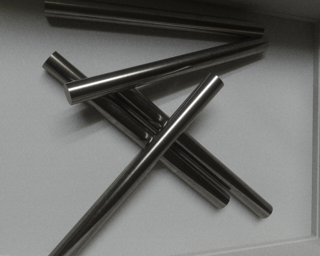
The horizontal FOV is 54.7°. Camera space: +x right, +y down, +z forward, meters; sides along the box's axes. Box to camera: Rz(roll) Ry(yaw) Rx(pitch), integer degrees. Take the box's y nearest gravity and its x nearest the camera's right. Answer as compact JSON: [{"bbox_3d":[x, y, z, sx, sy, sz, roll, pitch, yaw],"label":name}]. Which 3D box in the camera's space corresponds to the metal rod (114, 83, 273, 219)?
[{"bbox_3d":[0.051,0.034,0.430,0.300,0.025,0.025,40,77,-16],"label":"metal rod"}]

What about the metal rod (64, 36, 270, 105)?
[{"bbox_3d":[0.027,-0.082,0.404,0.302,0.025,0.025,-19,97,-25],"label":"metal rod"}]

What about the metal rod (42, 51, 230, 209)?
[{"bbox_3d":[-0.019,0.012,0.404,0.300,0.025,0.025,40,77,-16],"label":"metal rod"}]

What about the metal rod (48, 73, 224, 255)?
[{"bbox_3d":[-0.027,0.050,0.379,0.025,0.025,0.300,43,84,-16],"label":"metal rod"}]

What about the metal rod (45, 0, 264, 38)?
[{"bbox_3d":[0.007,-0.145,0.413,0.303,0.025,0.025,-1,91,-21],"label":"metal rod"}]
